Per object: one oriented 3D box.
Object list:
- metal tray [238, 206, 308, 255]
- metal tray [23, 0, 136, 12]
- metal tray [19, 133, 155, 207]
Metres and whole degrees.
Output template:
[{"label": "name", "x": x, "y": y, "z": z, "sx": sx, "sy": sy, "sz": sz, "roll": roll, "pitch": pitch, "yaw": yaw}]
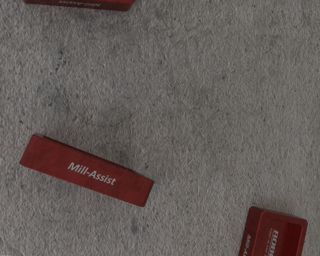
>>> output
[{"label": "metal tray", "x": 0.166, "y": 0.192, "z": 0.467, "sx": 0.091, "sy": 0.030, "sz": 0.129, "roll": 16, "pitch": 85, "yaw": -20}, {"label": "metal tray", "x": -0.098, "y": -0.194, "z": 0.370, "sx": 0.131, "sy": 0.030, "sz": 0.089, "roll": -3, "pitch": 91, "yaw": -20}, {"label": "metal tray", "x": -0.081, "y": 0.044, "z": 0.344, "sx": 0.131, "sy": 0.090, "sz": 0.030, "roll": 24, "pitch": 82, "yaw": -19}]
